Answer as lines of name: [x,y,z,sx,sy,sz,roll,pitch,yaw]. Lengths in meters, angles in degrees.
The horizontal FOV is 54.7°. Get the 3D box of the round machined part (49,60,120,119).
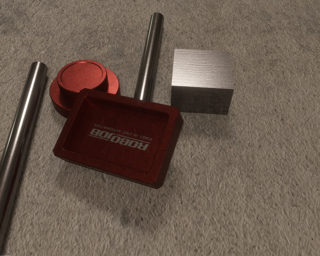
round machined part: [-0.108,-0.060,0.441,0.099,0.042,0.098,0,50,0]

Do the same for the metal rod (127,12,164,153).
metal rod: [-0.019,-0.089,0.477,0.025,0.025,0.300,4,50,3]

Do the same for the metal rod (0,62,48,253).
metal rod: [-0.177,0.022,0.382,0.025,0.025,0.300,-3,50,-3]

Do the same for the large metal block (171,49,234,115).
large metal block: [0.058,-0.067,0.444,0.080,0.050,0.080,4,50,3]

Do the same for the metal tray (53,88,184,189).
metal tray: [-0.048,0.009,0.362,0.130,0.030,0.090,13,72,19]
